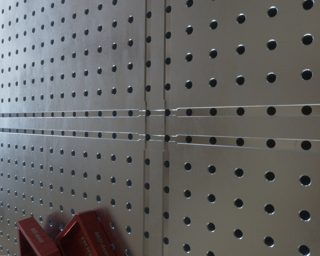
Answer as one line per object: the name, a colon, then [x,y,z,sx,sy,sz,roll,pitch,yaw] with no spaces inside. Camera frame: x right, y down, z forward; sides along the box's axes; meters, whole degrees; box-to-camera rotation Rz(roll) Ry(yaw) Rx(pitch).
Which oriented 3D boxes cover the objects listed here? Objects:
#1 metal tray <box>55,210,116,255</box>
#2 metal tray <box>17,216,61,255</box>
metal tray: [-0.113,0.211,0.496,0.090,0.030,0.130,-50,61,28]
metal tray: [-0.221,0.232,0.562,0.130,0.030,0.089,22,115,45]
